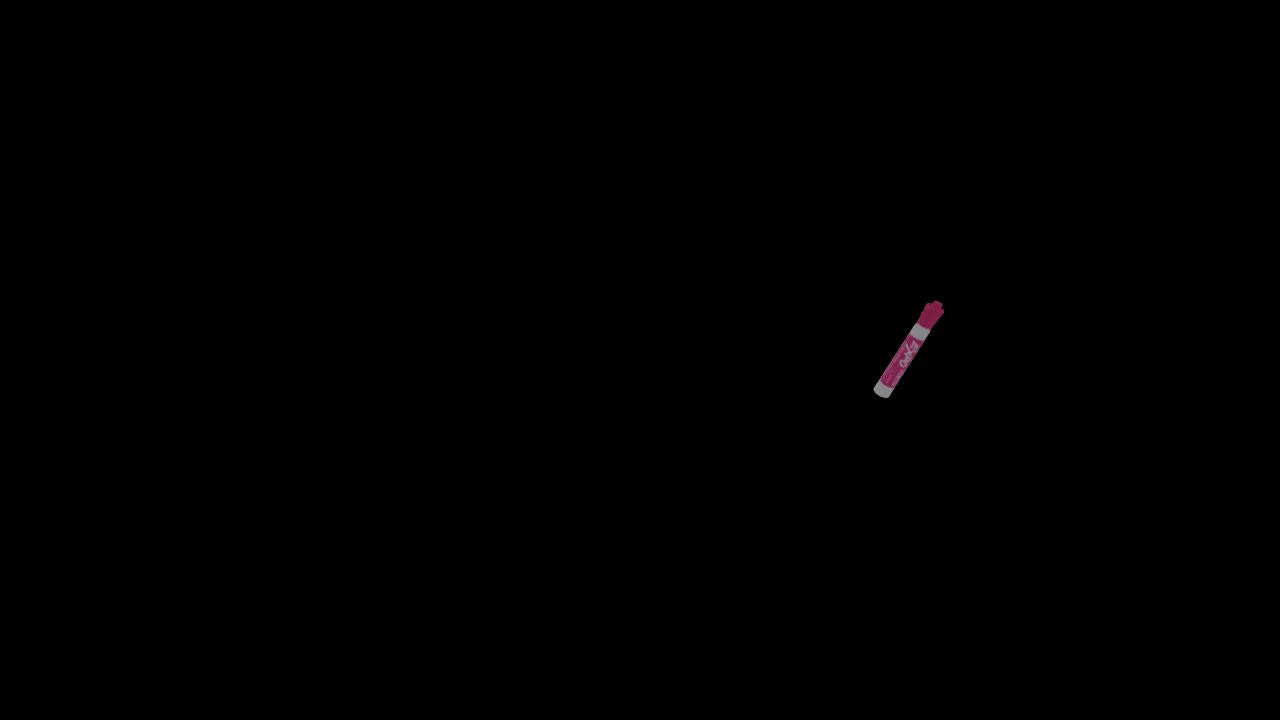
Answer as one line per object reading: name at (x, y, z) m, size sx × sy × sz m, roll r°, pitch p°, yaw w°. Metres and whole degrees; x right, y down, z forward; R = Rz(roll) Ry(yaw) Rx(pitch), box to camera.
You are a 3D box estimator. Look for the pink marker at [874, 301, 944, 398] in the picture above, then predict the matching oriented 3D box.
pink marker at (0.290, -0.011, 0.663) m, size 0.020 × 0.121 × 0.020 m, roll 14°, pitch 32°, yaw -9°
